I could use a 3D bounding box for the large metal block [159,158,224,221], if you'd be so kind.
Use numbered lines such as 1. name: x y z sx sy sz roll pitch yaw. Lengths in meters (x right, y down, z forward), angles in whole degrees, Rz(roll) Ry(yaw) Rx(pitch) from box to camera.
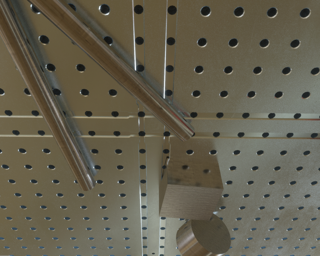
1. large metal block: 0.044 0.096 0.478 0.081 0.050 0.079 6 130 -6

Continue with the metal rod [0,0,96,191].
1. metal rod: -0.138 -0.023 0.389 0.025 0.025 0.298 -8 130 6

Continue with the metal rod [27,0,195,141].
1. metal rod: -0.060 -0.079 0.343 0.025 0.025 0.300 -33 123 24

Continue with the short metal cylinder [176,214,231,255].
1. short metal cylinder: 0.075 0.192 0.541 0.080 0.080 0.050 22 127 -18
